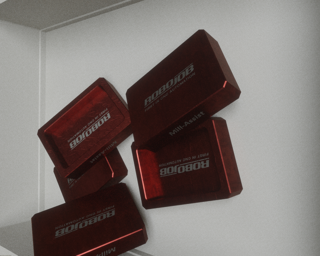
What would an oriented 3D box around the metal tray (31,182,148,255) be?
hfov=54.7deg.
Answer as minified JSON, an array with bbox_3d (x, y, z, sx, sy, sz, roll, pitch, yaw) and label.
[{"bbox_3d":[-0.092,0.129,0.399,0.090,0.131,0.030,-128,24,-51],"label":"metal tray"}]

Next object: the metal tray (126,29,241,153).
[{"bbox_3d":[0.019,-0.041,0.361,0.130,0.030,0.090,-35,51,28],"label":"metal tray"}]

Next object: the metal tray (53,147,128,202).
[{"bbox_3d":[-0.115,0.069,0.496,0.129,0.030,0.090,-43,64,31],"label":"metal tray"}]

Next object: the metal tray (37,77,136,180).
[{"bbox_3d":[-0.104,0.001,0.449,0.130,0.030,0.090,-40,67,4],"label":"metal tray"}]

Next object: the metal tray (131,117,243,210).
[{"bbox_3d":[0.027,0.046,0.379,0.130,0.030,0.090,-19,78,38],"label":"metal tray"}]
